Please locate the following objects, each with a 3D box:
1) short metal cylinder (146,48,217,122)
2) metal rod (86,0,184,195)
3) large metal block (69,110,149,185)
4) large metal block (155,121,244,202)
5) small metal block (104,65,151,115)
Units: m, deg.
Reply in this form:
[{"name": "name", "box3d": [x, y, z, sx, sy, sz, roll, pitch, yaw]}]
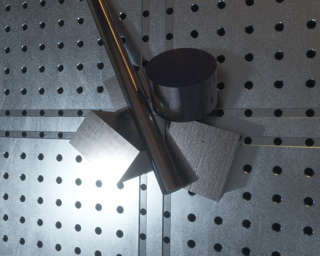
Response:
[{"name": "short metal cylinder", "box3d": [0.027, -0.052, 0.366, 0.080, 0.080, 0.050, 9, 137, 19]}, {"name": "metal rod", "box3d": [-0.040, -0.060, 0.394, 0.025, 0.025, 0.299, -29, 69, 17]}, {"name": "large metal block", "box3d": [-0.054, 0.022, 0.401, 0.080, 0.080, 0.050, 39, 102, 15]}, {"name": "large metal block", "box3d": [0.050, 0.034, 0.381, 0.080, 0.050, 0.080, 19, 96, 18]}, {"name": "small metal block", "box3d": [-0.042, -0.051, 0.427, 0.050, 0.025, 0.050, -25, 82, 18]}]
